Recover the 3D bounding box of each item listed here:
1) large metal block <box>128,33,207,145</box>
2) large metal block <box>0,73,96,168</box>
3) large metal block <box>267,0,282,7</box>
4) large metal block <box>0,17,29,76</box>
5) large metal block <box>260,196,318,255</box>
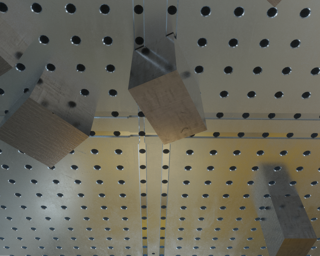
[{"bbox_3d":[0.010,-0.043,0.339,0.050,0.080,0.080,-20,128,16],"label":"large metal block"},{"bbox_3d":[-0.142,-0.006,0.388,0.080,0.050,0.080,-36,122,26],"label":"large metal block"},{"bbox_3d":[0.093,-0.165,0.256,0.080,0.050,0.080,29,124,-23],"label":"large metal block"},{"bbox_3d":[-0.202,-0.086,0.319,0.080,0.050,0.080,-25,126,19],"label":"large metal block"},{"bbox_3d":[0.213,0.172,0.526,0.050,0.080,0.079,0,130,-1],"label":"large metal block"}]
